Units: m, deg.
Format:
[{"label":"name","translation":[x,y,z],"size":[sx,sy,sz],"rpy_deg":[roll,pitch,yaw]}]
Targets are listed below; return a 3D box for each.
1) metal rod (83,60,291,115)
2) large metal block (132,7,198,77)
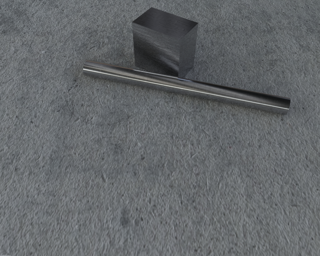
[{"label":"metal rod","translation":[0.032,-0.061,0.454],"size":[0.301,0.025,0.025],"rpy_deg":[12,51,9]},{"label":"large metal block","translation":[0.007,-0.126,0.473],"size":[0.080,0.080,0.050],"rpy_deg":[26,55,20]}]
